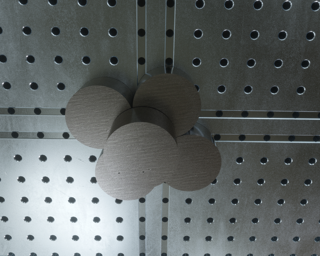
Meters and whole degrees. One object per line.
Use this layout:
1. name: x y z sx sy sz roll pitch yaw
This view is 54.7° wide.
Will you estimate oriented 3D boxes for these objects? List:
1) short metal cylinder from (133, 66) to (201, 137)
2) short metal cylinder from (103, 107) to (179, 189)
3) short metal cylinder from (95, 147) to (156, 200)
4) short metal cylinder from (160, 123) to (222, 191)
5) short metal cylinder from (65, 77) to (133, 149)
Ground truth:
1. short metal cylinder: 0.008 -0.033 0.387 0.081 0.050 0.079 0 110 -1
2. short metal cylinder: -0.020 0.022 0.352 0.081 0.050 0.079 -1 112 -1
3. short metal cylinder: -0.042 0.049 0.417 0.081 0.050 0.079 0 110 -1
4. short metal cylinder: 0.037 0.037 0.413 0.081 0.050 0.079 0 110 -1
5. short metal cylinder: -0.072 -0.020 0.391 0.081 0.050 0.079 0 110 -1
